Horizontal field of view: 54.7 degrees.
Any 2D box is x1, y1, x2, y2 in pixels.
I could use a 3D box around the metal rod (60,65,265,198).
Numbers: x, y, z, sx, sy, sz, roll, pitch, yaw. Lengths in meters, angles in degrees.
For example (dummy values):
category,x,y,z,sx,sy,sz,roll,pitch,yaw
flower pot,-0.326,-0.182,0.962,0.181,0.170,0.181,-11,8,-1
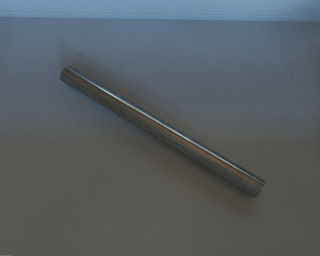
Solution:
category,x,y,z,sx,sy,sz,roll,pitch,yaw
metal rod,-0.004,0.000,0.407,0.301,0.025,0.025,31,73,10
